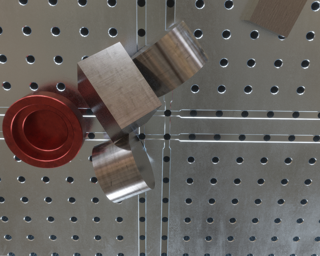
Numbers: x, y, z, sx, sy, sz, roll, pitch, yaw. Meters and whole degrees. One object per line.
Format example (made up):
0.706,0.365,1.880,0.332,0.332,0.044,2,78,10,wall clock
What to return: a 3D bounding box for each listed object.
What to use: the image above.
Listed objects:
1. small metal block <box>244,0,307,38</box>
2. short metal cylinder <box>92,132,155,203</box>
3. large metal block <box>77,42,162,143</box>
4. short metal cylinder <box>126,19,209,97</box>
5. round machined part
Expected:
0.136,-0.141,0.364,0.050,0.025,0.050,21,109,-8,small metal block
-0.046,0.050,0.402,0.050,0.080,0.080,-22,109,7,short metal cylinder
-0.050,-0.036,0.351,0.050,0.080,0.080,-33,87,-19,large metal block
0.008,-0.079,0.355,0.080,0.080,0.050,-35,107,11,short metal cylinder
-0.145,0.000,0.402,0.099,0.042,0.097,0,110,-1,round machined part
